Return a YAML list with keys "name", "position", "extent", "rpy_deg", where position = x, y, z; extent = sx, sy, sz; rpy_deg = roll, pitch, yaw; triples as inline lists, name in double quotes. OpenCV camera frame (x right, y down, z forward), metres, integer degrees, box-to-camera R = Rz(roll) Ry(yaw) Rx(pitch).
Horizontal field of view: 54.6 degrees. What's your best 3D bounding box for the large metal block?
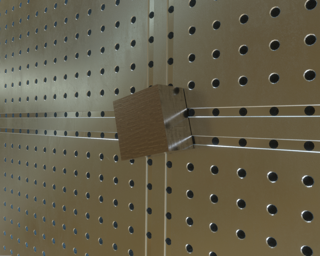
- name: "large metal block"
  position: [-0.010, -0.005, 0.401]
  extent: [0.080, 0.050, 0.080]
  rpy_deg: [-15, 81, 39]
